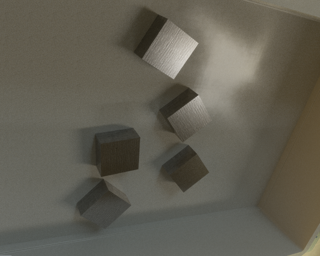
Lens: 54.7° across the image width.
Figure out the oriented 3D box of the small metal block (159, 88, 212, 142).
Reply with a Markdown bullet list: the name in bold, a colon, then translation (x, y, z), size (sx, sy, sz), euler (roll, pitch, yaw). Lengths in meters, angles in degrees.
- **small metal block**: translation (0.035, -0.017, 0.417), size (0.050, 0.025, 0.050), euler (-37, 129, -4)

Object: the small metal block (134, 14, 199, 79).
- **small metal block**: translation (0.007, -0.092, 0.355), size (0.050, 0.025, 0.050), euler (26, 104, -37)

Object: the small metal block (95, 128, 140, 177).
- **small metal block**: translation (-0.055, 0.031, 0.398), size (0.050, 0.025, 0.050), euler (-9, 122, -24)

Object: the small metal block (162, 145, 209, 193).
- **small metal block**: translation (0.040, 0.062, 0.468), size (0.050, 0.025, 0.050), euler (-38, 129, -3)

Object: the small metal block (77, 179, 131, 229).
- **small metal block**: translation (-0.078, 0.106, 0.432), size (0.050, 0.025, 0.050), euler (-43, 130, 1)
